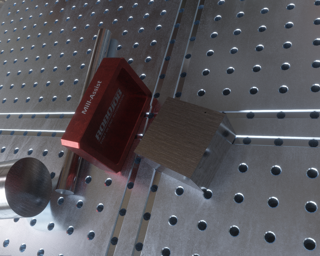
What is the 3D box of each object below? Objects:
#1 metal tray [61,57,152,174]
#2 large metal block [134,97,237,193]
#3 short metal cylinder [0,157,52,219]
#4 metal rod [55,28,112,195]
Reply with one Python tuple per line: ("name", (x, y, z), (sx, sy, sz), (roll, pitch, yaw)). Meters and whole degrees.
("metal tray", (-0.064, -0.016, 0.410), (0.030, 0.090, 0.130), (8, 66, 32))
("large metal block", (0.031, 0.018, 0.365), (0.080, 0.050, 0.080), (21, 73, 36))
("short metal cylinder", (-0.197, 0.083, 0.426), (0.050, 0.080, 0.080), (-10, 57, 23))
("metal rod", (-0.115, -0.043, 0.495), (0.025, 0.025, 0.299), (-8, 58, 24))
